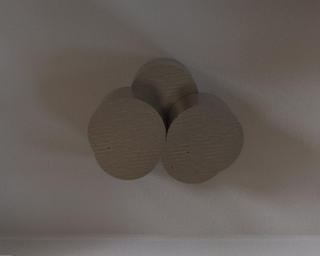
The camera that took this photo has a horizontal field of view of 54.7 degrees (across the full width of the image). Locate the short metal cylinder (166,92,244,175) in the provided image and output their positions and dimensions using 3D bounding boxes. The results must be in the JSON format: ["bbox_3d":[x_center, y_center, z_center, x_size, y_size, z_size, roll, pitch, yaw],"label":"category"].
[{"bbox_3d":[0.047,0.005,0.344,0.081,0.050,0.079,0,110,0],"label":"short metal cylinder"}]

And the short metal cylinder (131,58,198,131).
[{"bbox_3d":[0.005,-0.042,0.381,0.081,0.050,0.079,0,110,0],"label":"short metal cylinder"}]

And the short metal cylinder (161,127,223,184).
[{"bbox_3d":[0.042,0.025,0.406,0.081,0.050,0.079,0,110,0],"label":"short metal cylinder"}]

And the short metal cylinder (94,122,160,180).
[{"bbox_3d":[-0.040,0.020,0.403,0.081,0.050,0.079,0,110,0],"label":"short metal cylinder"}]

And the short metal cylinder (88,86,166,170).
[{"bbox_3d":[-0.034,-0.001,0.342,0.081,0.050,0.079,0,110,0],"label":"short metal cylinder"}]
